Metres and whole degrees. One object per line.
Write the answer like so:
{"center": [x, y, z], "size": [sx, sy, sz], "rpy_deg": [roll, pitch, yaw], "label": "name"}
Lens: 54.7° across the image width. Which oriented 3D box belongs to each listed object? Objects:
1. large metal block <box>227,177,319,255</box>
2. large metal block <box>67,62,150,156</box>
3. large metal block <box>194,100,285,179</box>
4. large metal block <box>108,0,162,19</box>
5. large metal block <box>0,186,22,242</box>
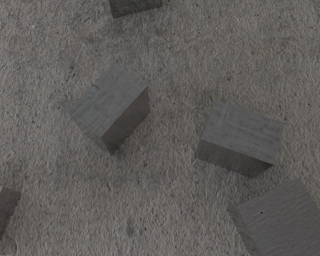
{"center": [0.136, 0.113, 0.354], "size": [0.080, 0.050, 0.080], "rpy_deg": [-22, 72, -8], "label": "large metal block"}
{"center": [-0.059, -0.020, 0.386], "size": [0.050, 0.080, 0.080], "rpy_deg": [36, 74, 12], "label": "large metal block"}
{"center": [0.091, 0.017, 0.373], "size": [0.080, 0.080, 0.050], "rpy_deg": [20, 71, 7], "label": "large metal block"}
{"center": [-0.046, -0.226, 0.477], "size": [0.081, 0.050, 0.080], "rpy_deg": [-16, 71, -6], "label": "large metal block"}
{"center": [-0.224, 0.099, 0.357], "size": [0.080, 0.050, 0.080], "rpy_deg": [15, 71, 5], "label": "large metal block"}
